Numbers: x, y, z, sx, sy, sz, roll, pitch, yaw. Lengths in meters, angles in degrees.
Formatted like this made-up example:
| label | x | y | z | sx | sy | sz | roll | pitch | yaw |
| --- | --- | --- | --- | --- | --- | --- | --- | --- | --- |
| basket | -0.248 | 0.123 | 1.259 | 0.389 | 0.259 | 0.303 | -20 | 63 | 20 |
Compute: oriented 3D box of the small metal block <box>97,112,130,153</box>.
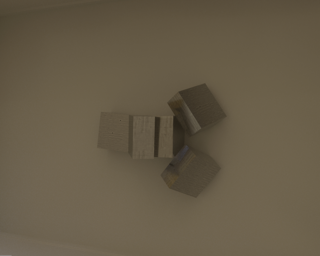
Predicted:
| label | x | y | z | sx | sy | sz | roll | pitch | yaw |
| --- | --- | --- | --- | --- | --- | --- | --- | --- | --- |
| small metal block | -0.056 | 0.005 | 0.426 | 0.050 | 0.025 | 0.050 | 7 | 92 | 19 |

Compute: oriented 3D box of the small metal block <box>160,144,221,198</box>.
| label | x | y | z | sx | sy | sz | roll | pitch | yaw |
| --- | --- | --- | --- | --- | --- | --- | --- | --- | --- |
| small metal block | 0.038 | 0.053 | 0.379 | 0.050 | 0.050 | 0.025 | -53 | 40 | 12 |

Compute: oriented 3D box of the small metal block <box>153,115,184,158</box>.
| label | x | y | z | sx | sy | sz | roll | pitch | yaw |
| --- | --- | --- | --- | --- | --- | --- | --- | --- | --- |
| small metal block | 0.012 | 0.010 | 0.391 | 0.025 | 0.050 | 0.050 | 1 | 91 | 20 |

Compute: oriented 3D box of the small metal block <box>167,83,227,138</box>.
| label | x | y | z | sx | sy | sz | roll | pitch | yaw |
| --- | --- | --- | --- | --- | --- | --- | --- | --- | --- |
| small metal block | 0.045 | -0.022 | 0.376 | 0.050 | 0.050 | 0.025 | 59 | 139 | 10 |

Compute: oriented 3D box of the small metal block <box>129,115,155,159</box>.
| label | x | y | z | sx | sy | sz | roll | pitch | yaw |
| --- | --- | --- | --- | --- | --- | --- | --- | --- | --- |
| small metal block | -0.024 | 0.010 | 0.384 | 0.025 | 0.050 | 0.050 | 1 | 94 | -12 |
